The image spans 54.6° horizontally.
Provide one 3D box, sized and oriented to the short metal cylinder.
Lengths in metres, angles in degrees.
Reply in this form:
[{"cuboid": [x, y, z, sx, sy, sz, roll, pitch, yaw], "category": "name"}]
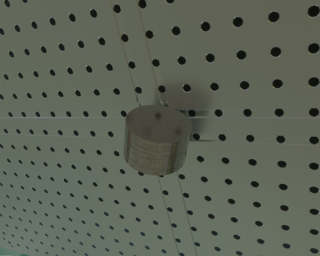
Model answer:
[{"cuboid": [-0.004, 0.013, 0.386, 0.080, 0.080, 0.050, 20, 126, 16], "category": "short metal cylinder"}]
